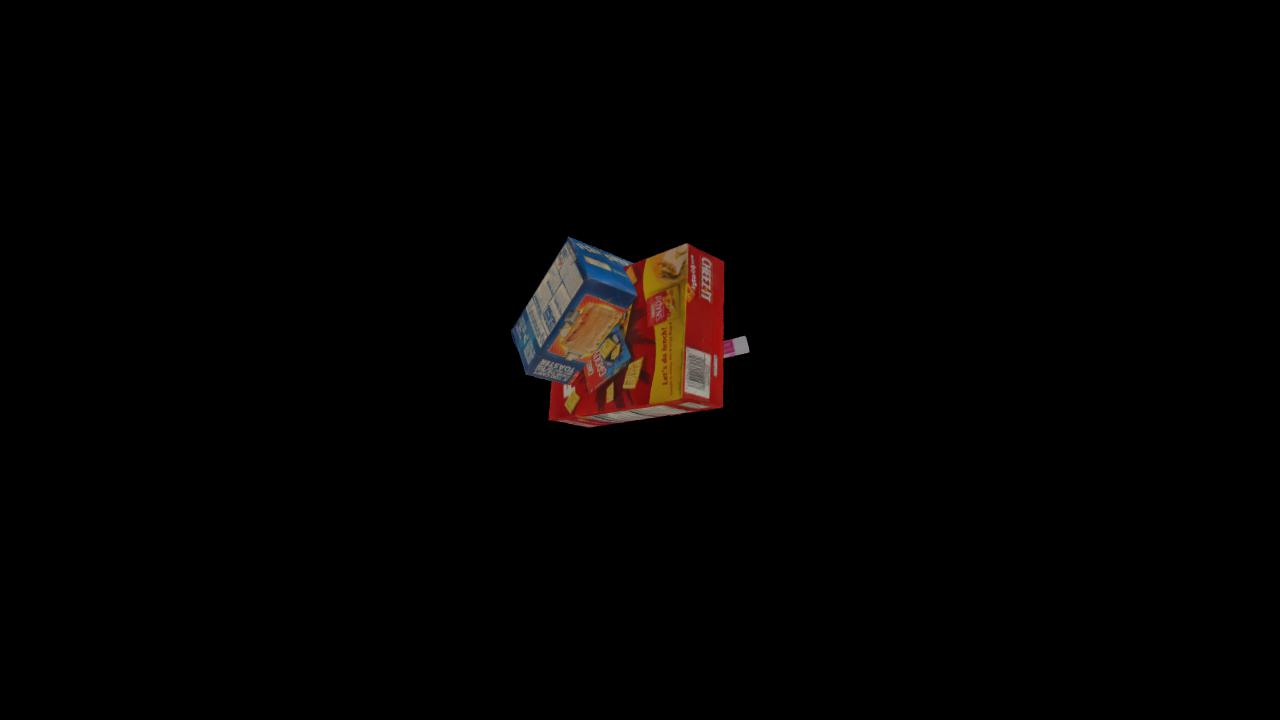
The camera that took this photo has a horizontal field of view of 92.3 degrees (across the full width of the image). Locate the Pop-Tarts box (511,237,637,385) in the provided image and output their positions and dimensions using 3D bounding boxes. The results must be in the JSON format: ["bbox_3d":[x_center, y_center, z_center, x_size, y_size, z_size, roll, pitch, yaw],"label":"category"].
[{"bbox_3d":[-0.038,-0.040,0.716,0.167,0.141,0.083,16,32,-36],"label":"Pop-Tarts box"}]

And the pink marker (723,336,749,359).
[{"bbox_3d":[0.057,-0.003,0.664,0.121,0.020,0.020,-14,-2,7],"label":"pink marker"}]

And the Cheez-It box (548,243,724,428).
[{"bbox_3d":[-0.010,-0.017,0.691,0.071,0.166,0.223,17,-22,-41],"label":"Cheez-It box"}]
